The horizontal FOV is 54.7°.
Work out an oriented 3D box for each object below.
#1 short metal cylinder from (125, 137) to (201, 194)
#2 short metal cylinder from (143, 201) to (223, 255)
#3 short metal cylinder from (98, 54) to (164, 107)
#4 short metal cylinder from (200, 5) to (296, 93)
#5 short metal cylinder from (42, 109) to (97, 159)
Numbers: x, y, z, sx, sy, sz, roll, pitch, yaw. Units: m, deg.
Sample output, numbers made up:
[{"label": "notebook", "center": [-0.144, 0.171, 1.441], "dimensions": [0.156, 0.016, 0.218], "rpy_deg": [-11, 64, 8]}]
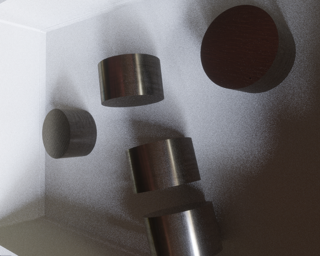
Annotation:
[{"label": "short metal cylinder", "center": [0.003, 0.045, 0.366], "dimensions": [0.080, 0.081, 0.050], "rpy_deg": [-19, 78, 38]}, {"label": "short metal cylinder", "center": [0.025, 0.116, 0.349], "dimensions": [0.080, 0.081, 0.050], "rpy_deg": [-20, 78, 38]}, {"label": "short metal cylinder", "center": [-0.037, -0.058, 0.400], "dimensions": [0.080, 0.081, 0.050], "rpy_deg": [-10, 84, 39]}, {"label": "short metal cylinder", "center": [0.089, -0.077, 0.316], "dimensions": [0.080, 0.050, 0.079], "rpy_deg": [0, 90, 39]}, {"label": "short metal cylinder", "center": [-0.150, 0.009, 0.511], "dimensions": [0.080, 0.050, 0.079], "rpy_deg": [0, 90, 39]}]
